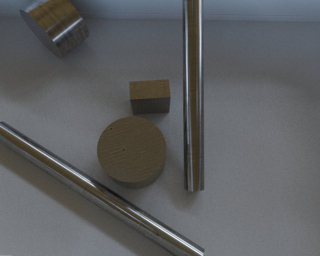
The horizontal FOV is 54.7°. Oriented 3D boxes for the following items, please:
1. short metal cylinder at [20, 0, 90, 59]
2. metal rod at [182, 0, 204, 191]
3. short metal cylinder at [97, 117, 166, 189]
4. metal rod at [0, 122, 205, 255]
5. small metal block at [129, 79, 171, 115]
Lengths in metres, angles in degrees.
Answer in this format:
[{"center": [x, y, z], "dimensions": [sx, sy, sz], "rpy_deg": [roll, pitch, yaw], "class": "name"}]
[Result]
[{"center": [-0.145, -0.144, 0.431], "dimensions": [0.080, 0.080, 0.050], "rpy_deg": [42, 75, 13], "class": "short metal cylinder"}, {"center": [0.040, -0.073, 0.373], "dimensions": [0.025, 0.025, 0.298], "rpy_deg": [-1, 94, -1], "class": "metal rod"}, {"center": [-0.033, 0.032, 0.384], "dimensions": [0.081, 0.050, 0.080], "rpy_deg": [0, 70, 0], "class": "short metal cylinder"}, {"center": [-0.083, 0.076, 0.380], "dimensions": [0.301, 0.025, 0.025], "rpy_deg": [30, 73, 10], "class": "metal rod"}, {"center": [-0.013, -0.040, 0.411], "dimensions": [0.050, 0.050, 0.025], "rpy_deg": [-4, 70, -2], "class": "small metal block"}]
